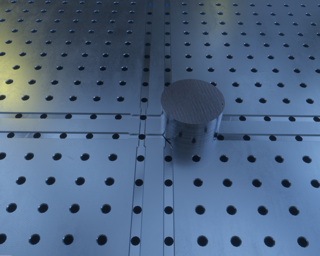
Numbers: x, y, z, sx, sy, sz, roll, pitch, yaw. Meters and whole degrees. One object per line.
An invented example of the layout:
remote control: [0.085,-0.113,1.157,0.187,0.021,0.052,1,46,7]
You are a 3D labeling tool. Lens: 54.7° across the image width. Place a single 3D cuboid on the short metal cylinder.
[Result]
short metal cylinder: [0.041,-0.019,0.408,0.081,0.050,0.080,0,50,0]
